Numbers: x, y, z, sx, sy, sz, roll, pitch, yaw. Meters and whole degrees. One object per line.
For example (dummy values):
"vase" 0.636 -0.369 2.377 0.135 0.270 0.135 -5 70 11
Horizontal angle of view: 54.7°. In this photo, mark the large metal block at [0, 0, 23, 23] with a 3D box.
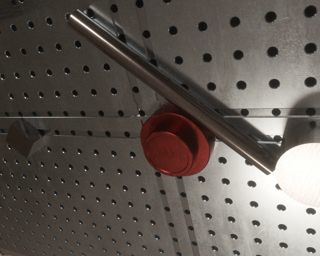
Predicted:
"large metal block" -0.239 -0.170 0.394 0.050 0.080 0.080 -5 116 30

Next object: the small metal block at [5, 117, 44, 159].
"small metal block" -0.239 0.018 0.545 0.050 0.025 0.050 40 129 0

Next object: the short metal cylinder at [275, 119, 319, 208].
"short metal cylinder" 0.168 0.037 0.329 0.080 0.050 0.079 13 124 21

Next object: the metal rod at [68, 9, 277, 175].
"metal rod" 0.015 -0.044 0.374 0.300 0.025 0.025 37 129 2

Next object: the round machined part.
"round machined part" 0.018 0.024 0.405 0.098 0.042 0.097 13 124 20
